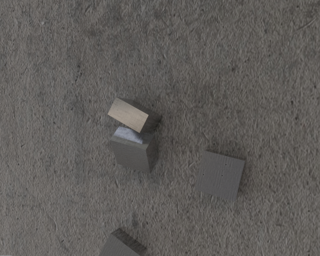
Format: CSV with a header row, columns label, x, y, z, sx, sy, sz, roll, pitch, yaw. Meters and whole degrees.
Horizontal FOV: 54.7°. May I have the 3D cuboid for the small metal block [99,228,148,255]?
label,x,y,z,sx,sy,sz,roll,pitch,yaw
small metal block,-0.053,0.177,0.428,0.050,0.025,0.050,31,100,17

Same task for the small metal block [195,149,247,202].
label,x,y,z,sx,sy,sz,roll,pitch,yaw
small metal block,0.075,0.057,0.382,0.050,0.025,0.050,14,95,19

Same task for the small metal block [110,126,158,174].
label,x,y,z,sx,sy,sz,roll,pitch,yaw
small metal block,-0.033,0.029,0.406,0.050,0.050,0.025,14,50,19

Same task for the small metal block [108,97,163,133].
label,x,y,z,sx,sy,sz,roll,pitch,yaw
small metal block,-0.031,-0.017,0.407,0.050,0.050,0.025,30,100,17
